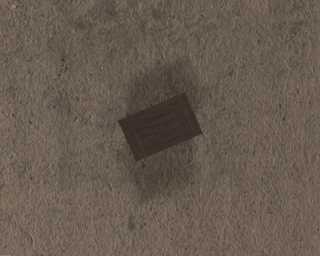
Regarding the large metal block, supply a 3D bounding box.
[{"bbox_3d":[0.000,-0.001,0.383,0.080,0.080,0.050,-23,90,0],"label":"large metal block"}]
